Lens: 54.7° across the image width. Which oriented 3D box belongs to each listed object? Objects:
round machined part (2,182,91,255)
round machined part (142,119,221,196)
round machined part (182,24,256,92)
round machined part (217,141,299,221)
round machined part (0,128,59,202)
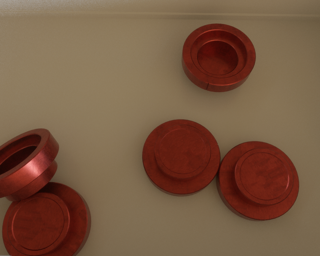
[{"bbox_3d":[-0.134,0.111,0.359,0.099,0.042,0.098,0,70,0],"label":"round machined part"},{"bbox_3d":[0.027,0.034,0.388,0.099,0.042,0.098,0,70,0],"label":"round machined part"},{"bbox_3d":[0.079,-0.093,0.435,0.099,0.042,0.098,0,70,0],"label":"round machined part"},{"bbox_3d":[0.121,0.062,0.378,0.099,0.042,0.098,0,70,0],"label":"round machined part"},{"bbox_3d":[-0.162,0.047,0.364,0.098,0.042,0.098,-19,30,12],"label":"round machined part"}]
